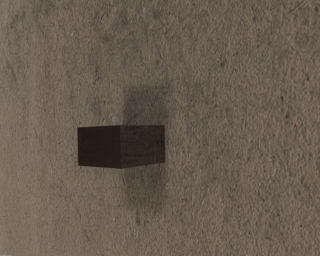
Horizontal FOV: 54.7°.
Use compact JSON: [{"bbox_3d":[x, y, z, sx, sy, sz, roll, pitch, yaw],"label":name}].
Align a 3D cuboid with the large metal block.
[{"bbox_3d":[-0.050,0.023,0.408,0.080,0.081,0.050,-2,89,39],"label":"large metal block"}]
